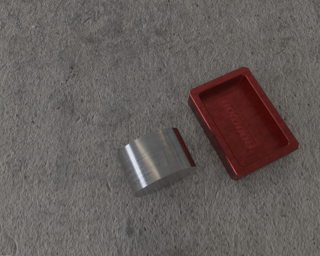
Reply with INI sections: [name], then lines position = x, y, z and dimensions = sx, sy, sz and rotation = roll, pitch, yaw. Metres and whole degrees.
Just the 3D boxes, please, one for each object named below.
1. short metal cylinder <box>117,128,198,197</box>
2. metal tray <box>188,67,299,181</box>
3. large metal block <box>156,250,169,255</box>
[short metal cylinder]
position = -0.003, 0.041, 0.364
dimensions = 0.080, 0.080, 0.050
rotation = -23, 72, -8
[metal tray]
position = 0.106, -0.008, 0.409
dimensions = 0.091, 0.030, 0.130
rotation = -25, 72, -9
[large metal block]
position = -0.009, 0.187, 0.326
dimensions = 0.080, 0.050, 0.080
rotation = -27, 72, -10
